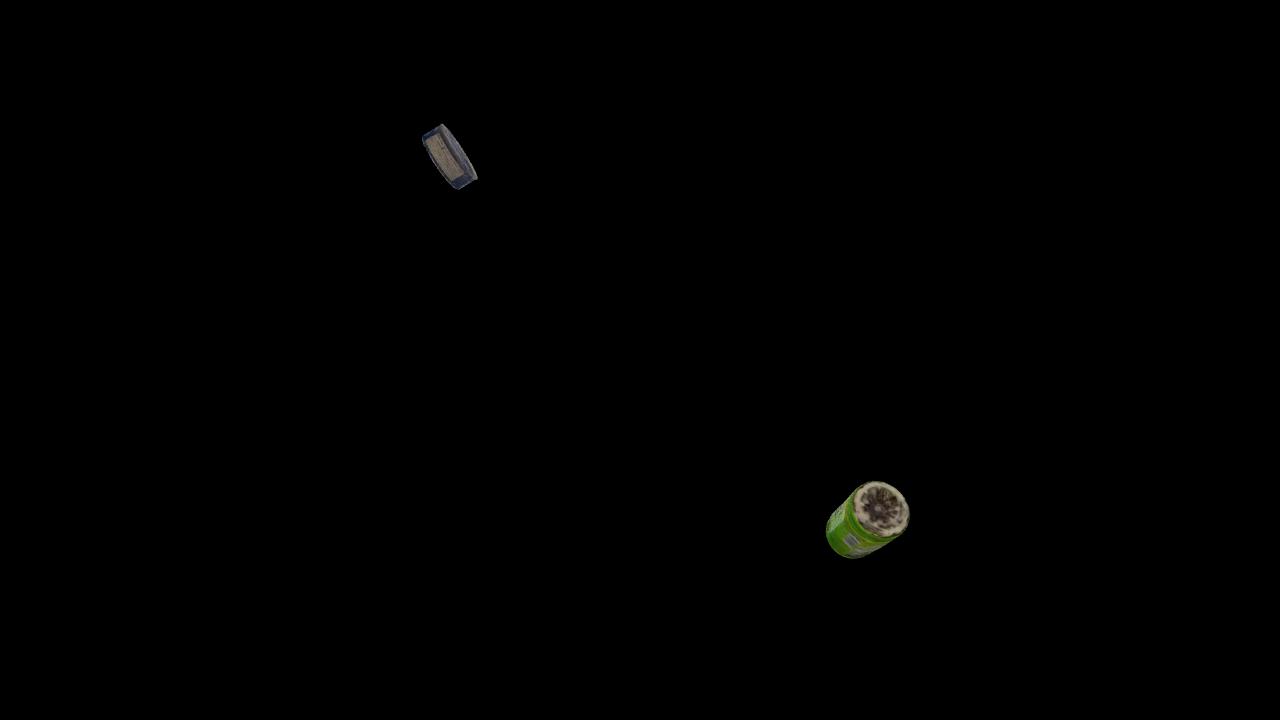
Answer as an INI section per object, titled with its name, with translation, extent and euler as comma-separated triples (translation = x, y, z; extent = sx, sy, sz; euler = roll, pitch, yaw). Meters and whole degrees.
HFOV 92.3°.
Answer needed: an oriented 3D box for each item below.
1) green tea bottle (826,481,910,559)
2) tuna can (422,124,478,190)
[green tea bottle]
translation = 0.286, 0.220, 0.808
extent = 0.073, 0.073, 0.212
euler = 0, -28, 2
[tuna can]
translation = -0.263, -0.280, 0.851
extent = 0.034, 0.084, 0.084
euler = -30, -2, 3
